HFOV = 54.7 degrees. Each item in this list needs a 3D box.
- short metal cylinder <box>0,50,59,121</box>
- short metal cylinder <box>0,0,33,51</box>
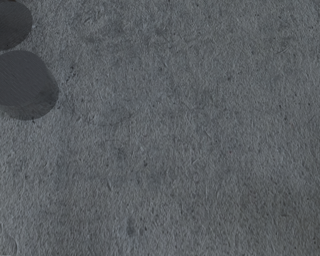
[{"bbox_3d":[-0.183,-0.056,0.414,0.081,0.050,0.080,0,70,0],"label":"short metal cylinder"},{"bbox_3d":[-0.230,-0.156,0.434,0.080,0.080,0.050,-41,75,-14],"label":"short metal cylinder"}]
